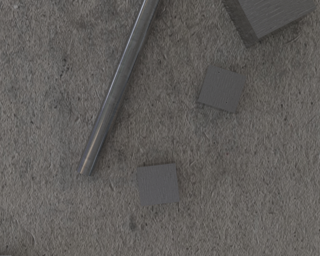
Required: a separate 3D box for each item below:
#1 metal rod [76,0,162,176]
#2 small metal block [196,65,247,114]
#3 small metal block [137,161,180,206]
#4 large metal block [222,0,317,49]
[{"bbox_3d":[-0.045,-0.080,0.409,0.025,0.025,0.299,21,90,0],"label":"metal rod"},{"bbox_3d":[0.080,-0.051,0.411,0.050,0.025,0.050,17,90,0],"label":"small metal block"},{"bbox_3d":[-0.002,0.073,0.410,0.050,0.025,0.050,-7,90,0],"label":"small metal block"},{"bbox_3d":[0.136,-0.162,0.399,0.080,0.050,0.080,-27,90,0],"label":"large metal block"}]
